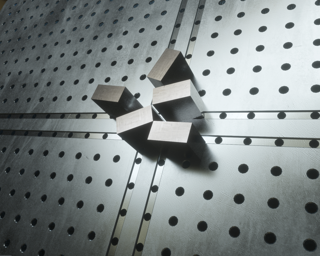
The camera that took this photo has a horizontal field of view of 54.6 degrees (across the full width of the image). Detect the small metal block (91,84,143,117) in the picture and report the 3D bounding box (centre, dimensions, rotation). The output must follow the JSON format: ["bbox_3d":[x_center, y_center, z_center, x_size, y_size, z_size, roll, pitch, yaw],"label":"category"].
[{"bbox_3d":[-0.062,-0.037,0.449,0.050,0.050,0.025,9,67,32],"label":"small metal block"}]

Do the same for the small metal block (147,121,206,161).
[{"bbox_3d":[0.021,0.015,0.372,0.050,0.050,0.025,3,64,30],"label":"small metal block"}]

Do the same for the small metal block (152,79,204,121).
[{"bbox_3d":[0.024,-0.033,0.400,0.050,0.050,0.025,-11,57,22],"label":"small metal block"}]

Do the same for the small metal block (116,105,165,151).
[{"bbox_3d":[-0.022,0.001,0.404,0.050,0.050,0.025,-19,54,17],"label":"small metal block"}]

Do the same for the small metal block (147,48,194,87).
[{"bbox_3d":[0.015,-0.073,0.430,0.025,0.050,0.050,23,74,36],"label":"small metal block"}]
